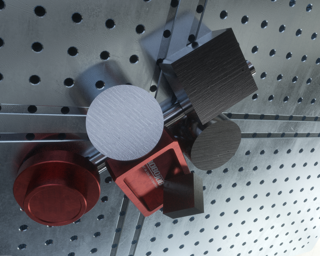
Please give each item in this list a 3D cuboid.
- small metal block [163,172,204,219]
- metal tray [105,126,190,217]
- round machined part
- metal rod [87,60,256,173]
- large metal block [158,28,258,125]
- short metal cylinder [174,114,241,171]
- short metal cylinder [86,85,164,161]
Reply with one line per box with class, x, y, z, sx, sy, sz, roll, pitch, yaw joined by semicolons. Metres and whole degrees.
small metal block;0.032;0.095;0.434;0.050;0.050;0.025;-21;139;30
metal tray;-0.007;0.065;0.425;0.090;0.030;0.130;-33;142;-7
round machined part;-0.121;0.077;0.365;0.099;0.042;0.097;-5;124;-7
metal rod;-0.003;-0.003;0.410;0.301;0.025;0.025;-32;129;-7
large metal block;0.057;-0.062;0.372;0.080;0.050;0.080;-32;109;-7
short metal cylinder;0.066;0.013;0.438;0.081;0.050;0.079;-14;124;-21
short metal cylinder;-0.037;-0.003;0.346;0.081;0.050;0.080;0;82;-3
